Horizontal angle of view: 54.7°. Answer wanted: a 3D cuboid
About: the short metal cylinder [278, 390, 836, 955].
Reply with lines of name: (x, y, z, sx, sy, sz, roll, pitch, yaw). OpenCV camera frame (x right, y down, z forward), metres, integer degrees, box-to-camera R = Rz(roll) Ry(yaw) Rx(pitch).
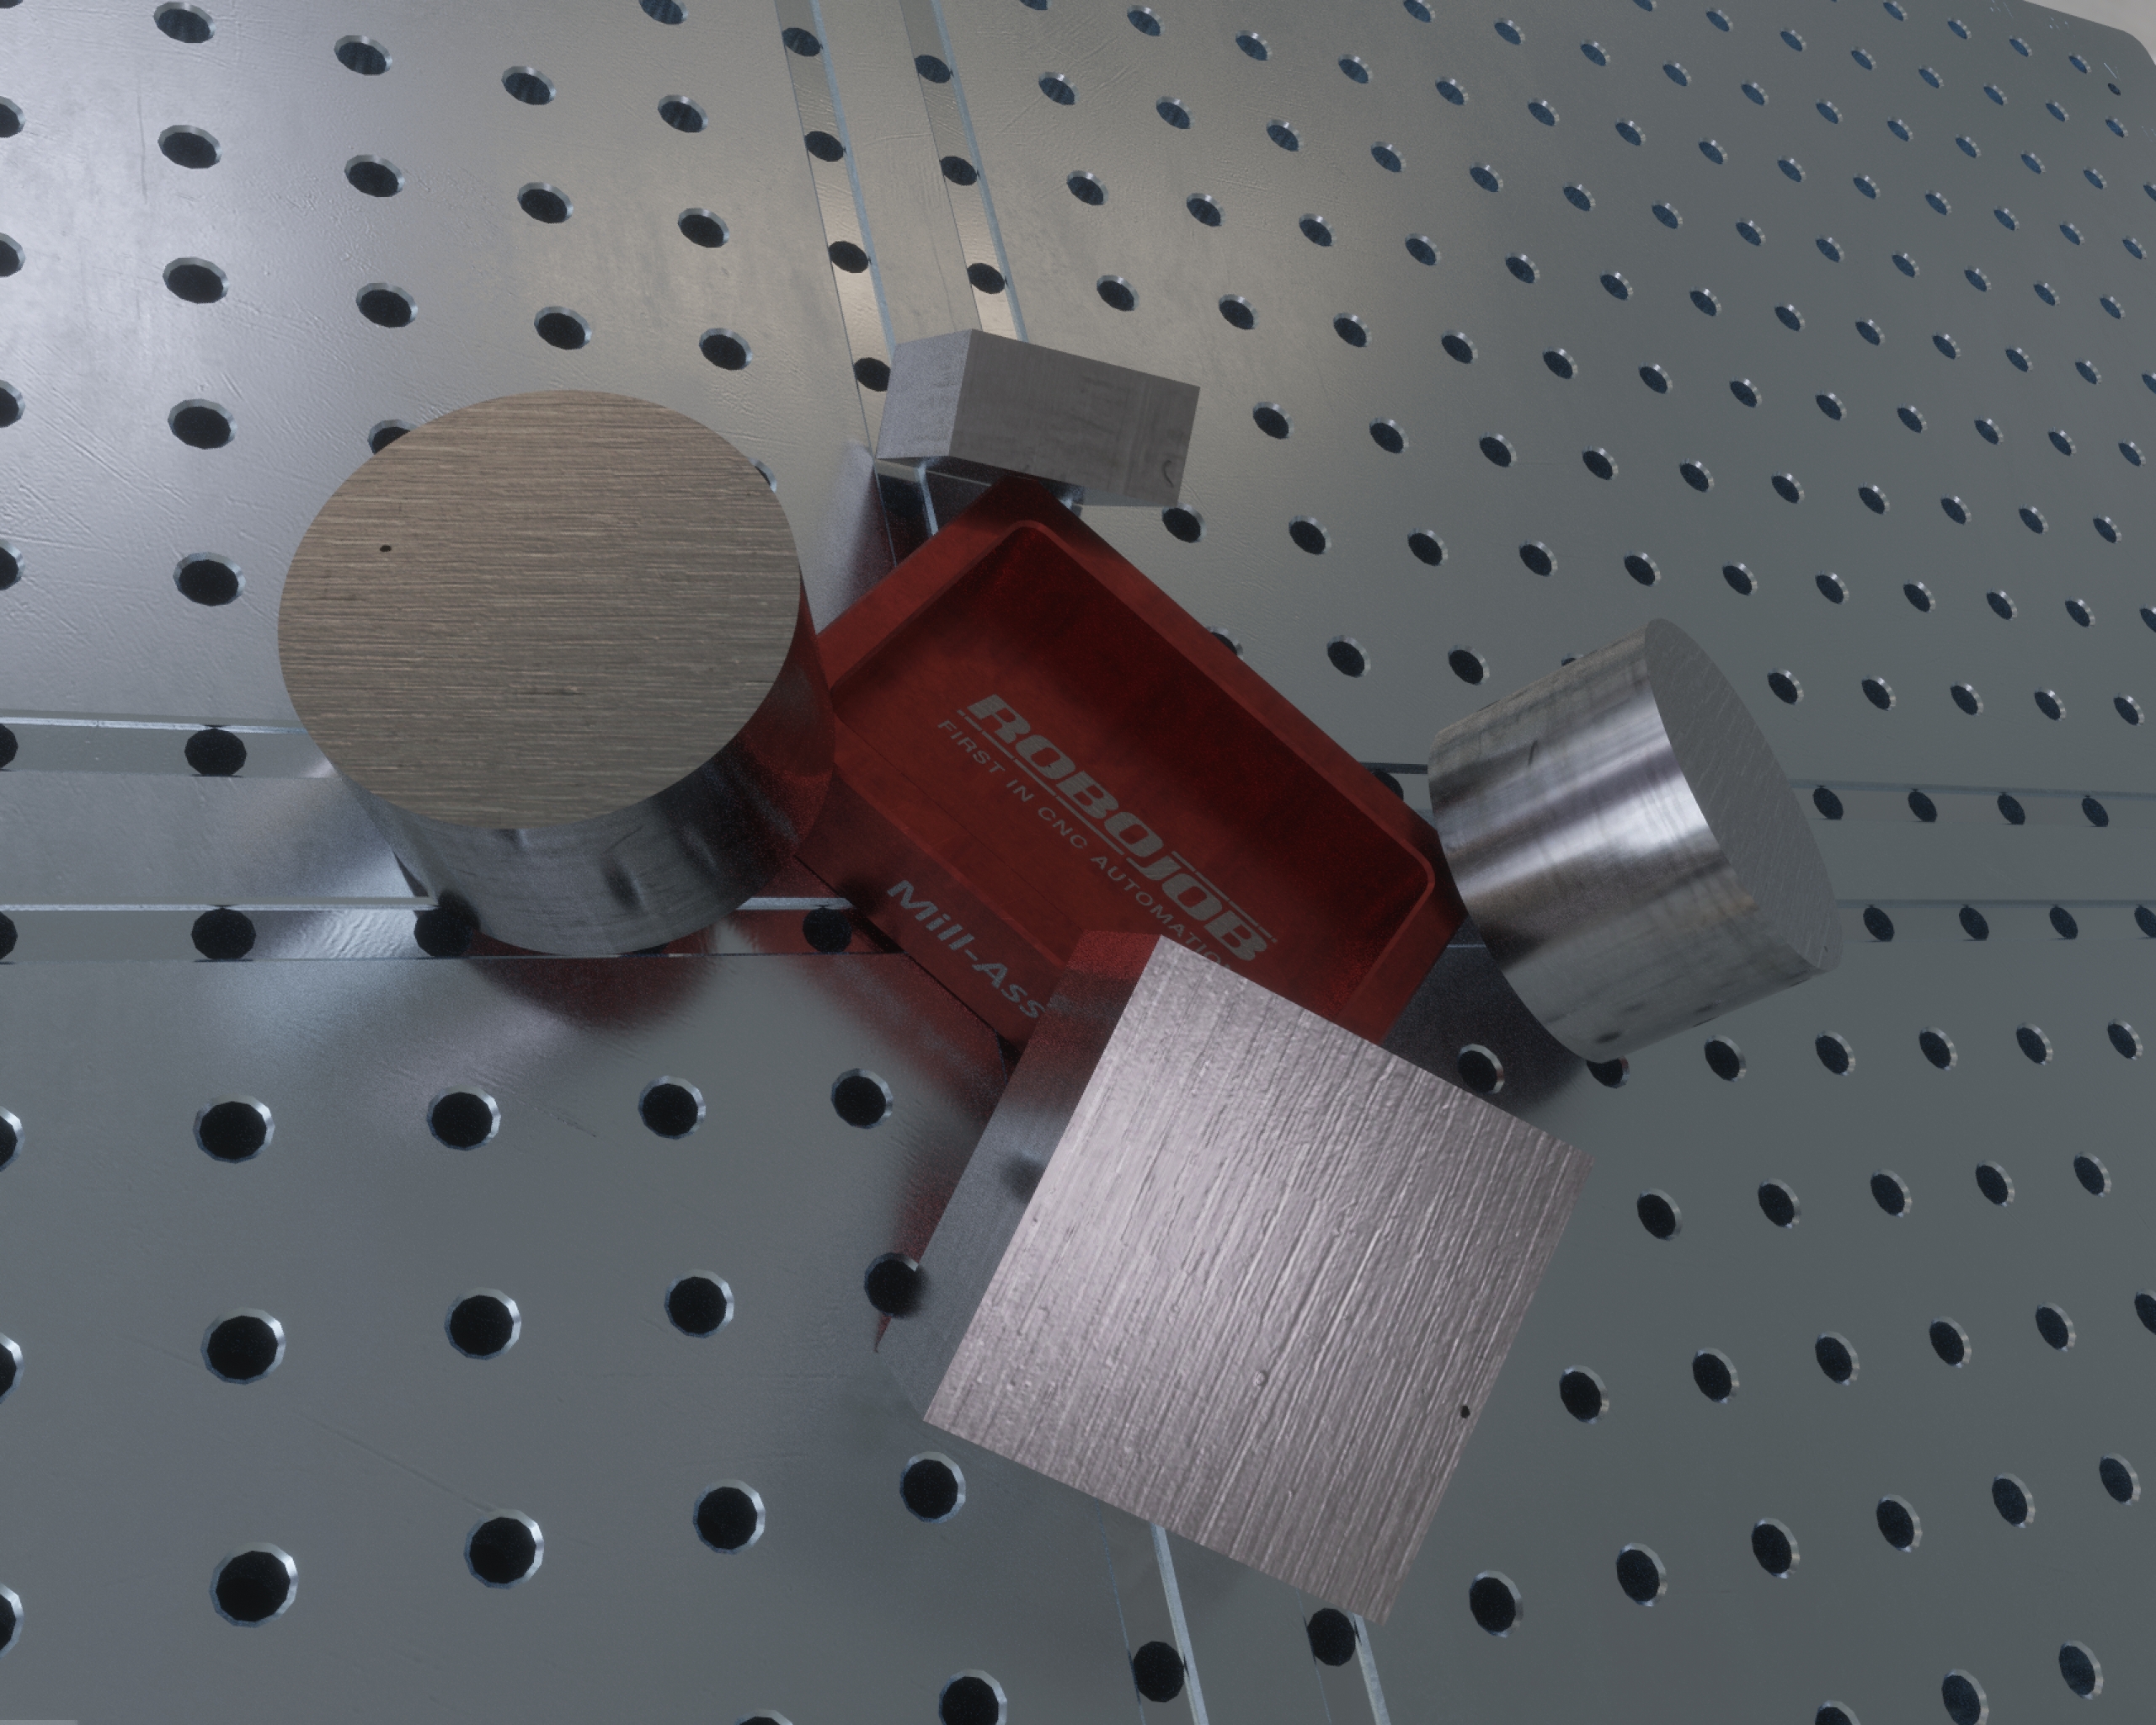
short metal cylinder: (-0.083, -0.031, 0.347, 0.081, 0.050, 0.080, 0, 65, 0)

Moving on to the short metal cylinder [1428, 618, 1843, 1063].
short metal cylinder: (0.117, -0.004, 0.438, 0.080, 0.050, 0.080, 38, 37, -35)

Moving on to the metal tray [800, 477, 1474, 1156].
metal tray: (0.007, -0.007, 0.412, 0.130, 0.030, 0.090, 41, 51, 0)

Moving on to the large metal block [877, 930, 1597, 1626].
large metal block: (0.024, 0.065, 0.343, 0.080, 0.050, 0.080, 28, 83, -11)

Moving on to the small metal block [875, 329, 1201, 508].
small metal block: (-0.010, -0.093, 0.440, 0.050, 0.050, 0.025, 8, 96, -24)
